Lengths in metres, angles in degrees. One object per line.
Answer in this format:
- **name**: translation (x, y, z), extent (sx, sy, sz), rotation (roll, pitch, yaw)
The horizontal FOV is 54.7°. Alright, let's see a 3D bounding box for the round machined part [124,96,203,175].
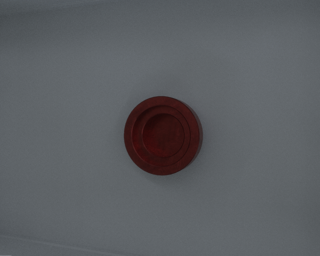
- **round machined part**: translation (0.007, 0.009, 0.398), extent (0.098, 0.042, 0.097), rotation (0, 90, 19)
